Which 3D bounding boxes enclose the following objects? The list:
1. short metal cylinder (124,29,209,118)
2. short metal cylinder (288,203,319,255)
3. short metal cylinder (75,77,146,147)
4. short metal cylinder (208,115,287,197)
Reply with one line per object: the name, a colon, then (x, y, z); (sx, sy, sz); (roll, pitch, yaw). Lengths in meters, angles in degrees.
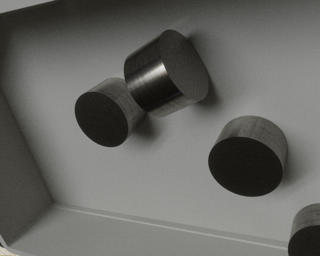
short metal cylinder: (0.008, -0.057, 0.333); (0.050, 0.080, 0.080); (-24, 106, 36)
short metal cylinder: (0.196, 0.136, 0.363); (0.080, 0.050, 0.079); (9, 110, 26)
short metal cylinder: (-0.065, -0.021, 0.414); (0.080, 0.050, 0.079); (13, 124, 21)
short metal cylinder: (0.102, 0.032, 0.358); (0.080, 0.050, 0.079); (13, 124, 21)
